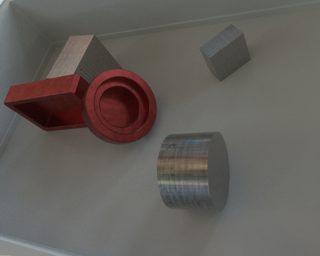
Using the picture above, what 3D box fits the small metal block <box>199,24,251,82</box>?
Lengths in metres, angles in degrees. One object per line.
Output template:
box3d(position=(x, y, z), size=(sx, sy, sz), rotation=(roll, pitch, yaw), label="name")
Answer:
box3d(position=(0.086, -0.097, 0.403), size=(0.050, 0.050, 0.025), rotation=(-37, 51, 3), label="small metal block")

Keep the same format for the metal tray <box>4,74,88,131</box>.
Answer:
box3d(position=(-0.149, -0.033, 0.460), size=(0.130, 0.090, 0.030), rotation=(-5, 60, 25), label="metal tray")

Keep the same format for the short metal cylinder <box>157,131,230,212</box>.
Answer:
box3d(position=(0.038, 0.045, 0.322), size=(0.050, 0.080, 0.080), rotation=(-4, 60, 26), label="short metal cylinder")

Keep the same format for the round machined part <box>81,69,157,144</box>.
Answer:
box3d(position=(-0.057, -0.026, 0.415), size=(0.042, 0.098, 0.098), rotation=(-20, 45, 59), label="round machined part")

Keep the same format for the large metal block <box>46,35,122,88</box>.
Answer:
box3d(position=(-0.113, -0.085, 0.480), size=(0.050, 0.080, 0.080), rotation=(7, 65, 31), label="large metal block")
